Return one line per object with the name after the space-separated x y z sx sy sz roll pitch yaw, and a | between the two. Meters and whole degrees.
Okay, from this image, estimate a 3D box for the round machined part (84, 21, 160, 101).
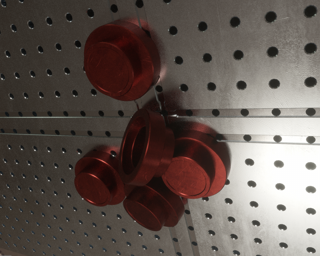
-0.053 -0.077 0.379 0.098 0.042 0.097 13 124 20 | round machined part

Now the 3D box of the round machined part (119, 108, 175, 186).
-0.016 0.027 0.399 0.042 0.098 0.097 16 133 -24 | round machined part

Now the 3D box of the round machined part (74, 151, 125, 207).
-0.099 0.089 0.505 0.098 0.042 0.097 13 124 20 | round machined part

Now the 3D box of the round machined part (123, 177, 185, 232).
-0.016 0.116 0.463 0.098 0.042 0.097 25 141 22 | round machined part

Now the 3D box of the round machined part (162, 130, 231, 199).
0.040 0.055 0.412 0.098 0.042 0.097 13 124 20 | round machined part
